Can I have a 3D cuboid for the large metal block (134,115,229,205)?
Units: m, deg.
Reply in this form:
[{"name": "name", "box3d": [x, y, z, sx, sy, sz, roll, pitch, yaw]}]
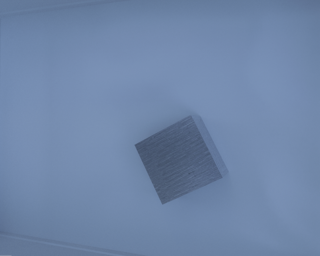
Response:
[{"name": "large metal block", "box3d": [0.028, 0.038, 0.388, 0.080, 0.050, 0.080, -28, 81, 18]}]
